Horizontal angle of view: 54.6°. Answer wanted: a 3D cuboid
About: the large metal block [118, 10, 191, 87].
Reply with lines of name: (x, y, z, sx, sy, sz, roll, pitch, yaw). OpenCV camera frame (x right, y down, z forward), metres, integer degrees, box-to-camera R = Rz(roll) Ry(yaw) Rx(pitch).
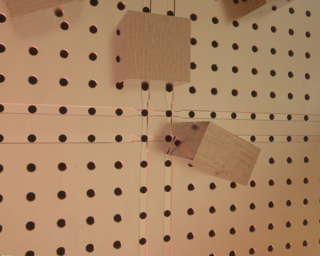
large metal block: (-0.008, -0.097, 0.396, 0.081, 0.050, 0.080, 0, 90, -20)

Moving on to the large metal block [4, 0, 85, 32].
large metal block: (-0.139, -0.165, 0.348, 0.080, 0.050, 0.080, -24, 98, -18)

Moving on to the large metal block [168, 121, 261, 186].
large metal block: (0.069, 0.031, 0.408, 0.080, 0.080, 0.050, 27, 81, -18)

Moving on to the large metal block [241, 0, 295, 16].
large metal block: (0.162, -0.222, 0.458, 0.081, 0.050, 0.080, -20, 97, -19)
